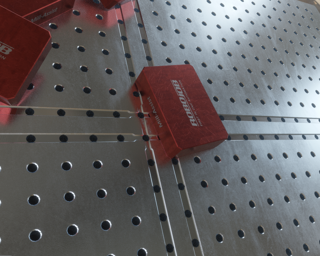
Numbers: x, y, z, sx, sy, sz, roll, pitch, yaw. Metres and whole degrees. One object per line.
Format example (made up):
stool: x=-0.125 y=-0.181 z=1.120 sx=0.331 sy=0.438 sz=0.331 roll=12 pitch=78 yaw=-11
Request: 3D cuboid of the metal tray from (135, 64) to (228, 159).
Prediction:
metal tray: x=0.030 y=-0.029 z=0.440 sx=0.091 sy=0.030 sz=0.130 roll=-11 pitch=67 yaw=-33

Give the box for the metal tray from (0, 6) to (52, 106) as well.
metal tray: x=-0.198 y=-0.093 z=0.335 sx=0.131 sy=0.030 sz=0.090 roll=27 pitch=74 yaw=-12

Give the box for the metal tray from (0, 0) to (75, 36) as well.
metal tray: x=-0.189 y=-0.181 z=0.414 sx=0.090 sy=0.030 sz=0.131 roll=41 pitch=51 yaw=-1

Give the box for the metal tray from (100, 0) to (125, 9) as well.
metal tray: x=-0.084 y=-0.266 z=0.487 sx=0.090 sy=0.030 sz=0.130 roll=-47 pitch=113 yaw=-35
